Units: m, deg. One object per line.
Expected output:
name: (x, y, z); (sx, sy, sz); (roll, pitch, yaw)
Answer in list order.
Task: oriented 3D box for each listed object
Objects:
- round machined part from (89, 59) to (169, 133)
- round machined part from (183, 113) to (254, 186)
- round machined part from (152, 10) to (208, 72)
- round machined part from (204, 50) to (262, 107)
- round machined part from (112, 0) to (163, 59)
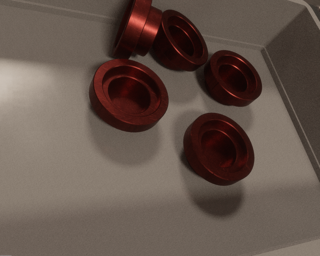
round machined part: (-0.042, -0.037, 0.396); (0.099, 0.042, 0.098); (14, 56, -21)
round machined part: (0.074, 0.032, 0.417); (0.099, 0.042, 0.098); (14, 56, -21)
round machined part: (0.026, -0.129, 0.479); (0.099, 0.042, 0.098); (25, 49, -33)
round machined part: (0.113, -0.075, 0.504); (0.099, 0.042, 0.098); (14, 56, -21)
round machined part: (-0.030, -0.139, 0.429); (0.042, 0.097, 0.098); (19, 54, -18)
